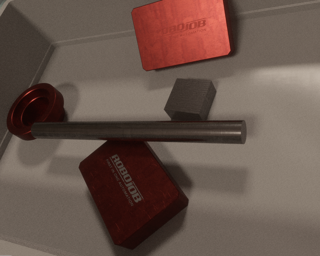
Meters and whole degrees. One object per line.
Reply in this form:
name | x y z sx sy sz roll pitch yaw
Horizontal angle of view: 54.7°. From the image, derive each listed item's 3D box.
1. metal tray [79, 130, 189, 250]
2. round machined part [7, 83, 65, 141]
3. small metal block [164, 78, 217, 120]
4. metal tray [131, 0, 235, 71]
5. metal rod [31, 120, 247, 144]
metal tray | -0.037 0.067 0.380 0.090 0.030 0.130 -39 51 1
round machined part | -0.198 -0.023 0.510 0.098 0.042 0.098 -13 56 20
small metal block | 0.040 -0.036 0.406 0.050 0.025 0.050 9 66 32
metal tray | 0.031 -0.136 0.434 0.130 0.030 0.089 -6 102 24
metal rod | -0.047 0.004 0.387 0.300 0.025 0.025 0 62 28
